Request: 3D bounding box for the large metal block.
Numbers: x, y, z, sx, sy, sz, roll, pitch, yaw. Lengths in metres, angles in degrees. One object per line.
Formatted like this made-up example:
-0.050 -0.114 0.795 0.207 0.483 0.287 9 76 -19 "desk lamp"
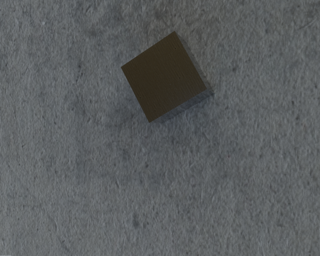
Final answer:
0.011 -0.060 0.392 0.080 0.050 0.080 -30 80 17 "large metal block"
